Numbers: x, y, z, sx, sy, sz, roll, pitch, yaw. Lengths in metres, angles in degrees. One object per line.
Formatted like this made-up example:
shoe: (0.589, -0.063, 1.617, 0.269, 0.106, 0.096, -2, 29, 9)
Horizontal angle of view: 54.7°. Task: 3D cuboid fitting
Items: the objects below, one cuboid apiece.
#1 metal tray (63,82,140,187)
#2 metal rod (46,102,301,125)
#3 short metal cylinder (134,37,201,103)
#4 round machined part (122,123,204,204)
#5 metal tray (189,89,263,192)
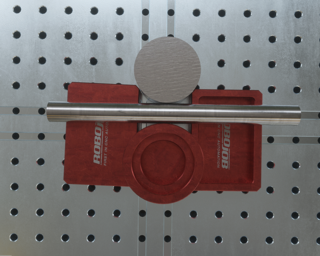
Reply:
metal tray: (-0.074, 0.008, 0.405, 0.091, 0.030, 0.129, 3, 90, 0)
metal rod: (0.017, -0.018, 0.379, 0.302, 0.025, 0.025, 1, 90, -1)
short metal cylinder: (0.009, -0.070, 0.397, 0.081, 0.050, 0.079, 0, 90, 0)
round machined part: (0.004, 0.043, 0.392, 0.099, 0.042, 0.097, 0, 90, 0)
metal tray: (0.084, 0.016, 0.407, 0.091, 0.030, 0.129, 1, 90, 0)
